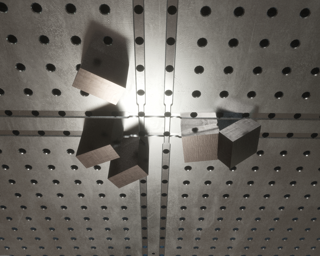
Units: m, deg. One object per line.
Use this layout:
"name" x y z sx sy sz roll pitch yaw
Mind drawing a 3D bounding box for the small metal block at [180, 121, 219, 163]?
"small metal block" 0.056 0.020 0.430 0.050 0.025 0.050 -6 130 4

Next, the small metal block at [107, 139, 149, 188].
"small metal block" -0.044 0.050 0.438 0.050 0.050 0.025 -27 125 20

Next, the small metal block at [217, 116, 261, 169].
"small metal block" 0.105 0.019 0.414 0.050 0.025 0.050 -27 134 -23

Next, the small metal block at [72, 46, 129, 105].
"small metal block" -0.064 -0.059 0.344 0.050 0.050 0.025 23 126 -19

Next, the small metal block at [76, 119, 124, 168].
"small metal block" -0.079 0.021 0.412 0.050 0.050 0.025 -19 128 15
